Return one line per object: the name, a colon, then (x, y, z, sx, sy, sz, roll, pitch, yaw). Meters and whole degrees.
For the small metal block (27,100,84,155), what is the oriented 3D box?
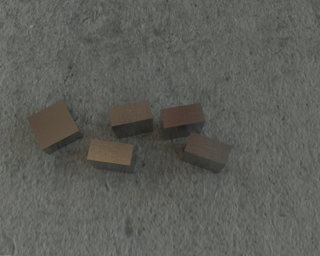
small metal block: (-0.137, -0.001, 0.407, 0.050, 0.025, 0.050, -29, 73, -10)

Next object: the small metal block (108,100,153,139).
small metal block: (-0.036, -0.010, 0.398, 0.050, 0.050, 0.025, -12, 71, -5)

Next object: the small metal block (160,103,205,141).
small metal block: (0.027, -0.007, 0.398, 0.050, 0.050, 0.025, -10, 71, -4)

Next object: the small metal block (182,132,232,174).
small metal block: (0.056, 0.032, 0.384, 0.050, 0.050, 0.025, 19, 71, 6)

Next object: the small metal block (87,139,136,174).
small metal block: (-0.057, 0.036, 0.381, 0.050, 0.050, 0.025, 8, 70, 2)
